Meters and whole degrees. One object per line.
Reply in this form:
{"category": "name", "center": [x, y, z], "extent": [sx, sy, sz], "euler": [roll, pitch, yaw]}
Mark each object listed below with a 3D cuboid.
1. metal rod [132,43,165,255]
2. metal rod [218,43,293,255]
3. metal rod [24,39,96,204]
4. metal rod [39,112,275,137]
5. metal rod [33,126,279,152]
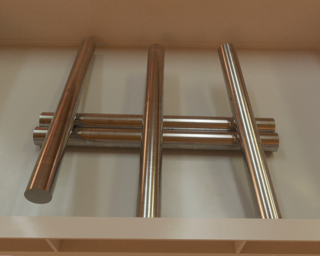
{"category": "metal rod", "center": [-0.009, -0.003, 0.374], "extent": [0.025, 0.025, 0.300], "euler": [1, 50, 1]}
{"category": "metal rod", "center": [0.105, 0.015, 0.363], "extent": [0.025, 0.025, 0.299], "euler": [-3, 58, -3]}
{"category": "metal rod", "center": [-0.116, -0.036, 0.401], "extent": [0.025, 0.025, 0.300], "euler": [0, 42, -1]}
{"category": "metal rod", "center": [-0.004, -0.005, 0.408], "extent": [0.302, 0.025, 0.025], "euler": [1, 50, 0]}
{"category": "metal rod", "center": [-0.005, 0.014, 0.392], "extent": [0.302, 0.025, 0.025], "euler": [1, 50, 0]}
